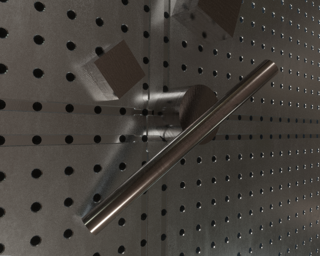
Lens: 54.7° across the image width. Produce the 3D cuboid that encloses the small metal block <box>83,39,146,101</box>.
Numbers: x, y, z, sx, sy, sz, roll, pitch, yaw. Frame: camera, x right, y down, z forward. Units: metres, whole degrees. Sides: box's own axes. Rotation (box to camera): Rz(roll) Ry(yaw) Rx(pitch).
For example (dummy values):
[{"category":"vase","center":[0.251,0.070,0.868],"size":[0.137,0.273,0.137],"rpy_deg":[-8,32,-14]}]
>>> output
[{"category":"small metal block","center":[-0.053,-0.068,0.367],"size":[0.050,0.025,0.050],"rpy_deg":[-48,119,-30]}]

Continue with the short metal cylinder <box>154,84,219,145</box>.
[{"category":"short metal cylinder","center":[0.038,-0.018,0.427],"size":[0.081,0.050,0.079],"rpy_deg":[0,90,-40]}]

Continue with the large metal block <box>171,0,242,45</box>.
[{"category":"large metal block","center":[0.072,-0.183,0.455],"size":[0.080,0.050,0.080],"rpy_deg":[26,74,-37]}]

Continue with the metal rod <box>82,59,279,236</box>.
[{"category":"metal rod","center":[0.033,0.015,0.377],"size":[0.301,0.025,0.025],"rpy_deg":[-40,117,-12]}]
